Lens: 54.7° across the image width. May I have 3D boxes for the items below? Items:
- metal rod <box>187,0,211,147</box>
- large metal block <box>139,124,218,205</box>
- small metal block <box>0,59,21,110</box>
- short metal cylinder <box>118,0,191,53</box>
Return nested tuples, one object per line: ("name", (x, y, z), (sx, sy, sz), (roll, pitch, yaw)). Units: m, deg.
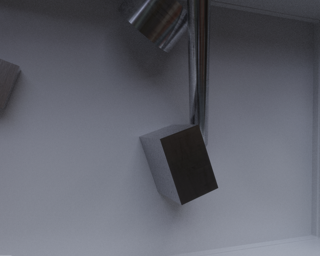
("metal rod", (0.044, -0.102, 0.351), (0.025, 0.025, 0.298), (-19, 126, -19))
("large metal block", (0.021, 0.041, 0.390), (0.050, 0.080, 0.080), (-20, 97, -19))
("small metal block", (-0.189, -0.053, 0.341), (0.050, 0.025, 0.050), (21, 83, -19))
("short metal cylinder", (-0.003, -0.137, 0.373), (0.080, 0.080, 0.050), (37, 107, -17))
